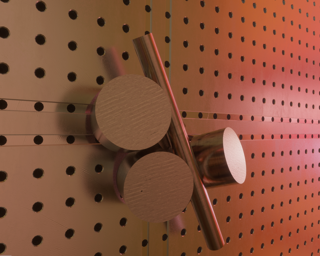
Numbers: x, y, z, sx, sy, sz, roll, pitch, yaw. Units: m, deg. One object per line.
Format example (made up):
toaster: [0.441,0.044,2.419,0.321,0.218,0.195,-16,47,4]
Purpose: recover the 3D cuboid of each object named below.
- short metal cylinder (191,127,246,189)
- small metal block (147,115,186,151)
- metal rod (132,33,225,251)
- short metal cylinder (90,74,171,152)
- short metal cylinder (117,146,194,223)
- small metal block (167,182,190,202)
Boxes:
short metal cylinder: [0.084,0.044,0.442,0.080,0.050,0.080,33,49,-48]
small metal block: [0.000,-0.004,0.405,0.050,0.025,0.050,-51,120,-28]
metal rod: [0.029,0.029,0.396,0.025,0.025,0.298,-32,110,-35]
short metal cylinder: [-0.034,-0.014,0.342,0.081,0.050,0.080,3,81,-19]
short metal cylinder: [-0.008,0.064,0.365,0.081,0.050,0.079,-1,94,-17]
small metal block: [0.029,0.073,0.429,0.050,0.025,0.050,-48,119,-29]
